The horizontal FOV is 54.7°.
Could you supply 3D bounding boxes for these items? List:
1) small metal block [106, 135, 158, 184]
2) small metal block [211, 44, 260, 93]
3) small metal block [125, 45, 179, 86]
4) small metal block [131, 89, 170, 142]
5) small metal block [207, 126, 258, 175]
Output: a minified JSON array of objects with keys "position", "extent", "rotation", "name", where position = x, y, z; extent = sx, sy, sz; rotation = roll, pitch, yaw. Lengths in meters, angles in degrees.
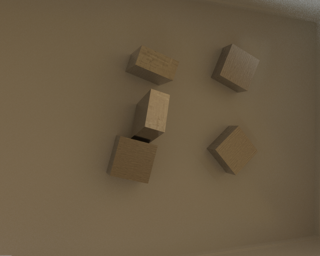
[{"position":[-0.036,0.040,0.397],"extent":[0.050,0.025,0.050],"rotation":[16,85,-20],"name":"small metal block"},{"position":[0.110,-0.086,0.451],"extent":[0.050,0.025,0.050],"rotation":[25,82,-18],"name":"small metal block"},{"position":[-0.011,-0.078,0.393],"extent":[0.050,0.050,0.025],"rotation":[20,84,-19],"name":"small metal block"},{"position":[-0.013,-0.013,0.385],"extent":[0.025,0.050,0.050],"rotation":[17,66,-19],"name":"small metal block"},{"position":[0.105,0.032,0.449],"extent":[0.050,0.025,0.050],"rotation":[-43,104,-15],"name":"small metal block"}]
